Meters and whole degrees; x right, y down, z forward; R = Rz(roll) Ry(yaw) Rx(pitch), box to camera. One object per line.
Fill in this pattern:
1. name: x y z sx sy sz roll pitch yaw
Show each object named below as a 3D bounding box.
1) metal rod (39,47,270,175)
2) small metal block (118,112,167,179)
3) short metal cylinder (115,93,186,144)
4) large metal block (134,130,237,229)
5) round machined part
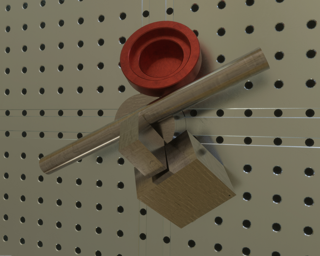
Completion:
1. metal rod: -0.021 -0.011 0.365 0.300 0.025 0.025 -25 82 17
2. small metal block: -0.019 0.019 0.340 0.025 0.050 0.050 -31 122 17
3. short metal cylinder: -0.012 -0.003 0.402 0.080 0.050 0.079 0 90 19
4. large metal block: 0.028 0.062 0.364 0.080 0.050 0.080 -37 123 16
5. round machined part: 0.003 -0.082 0.389 0.098 0.042 0.098 -5 67 11
